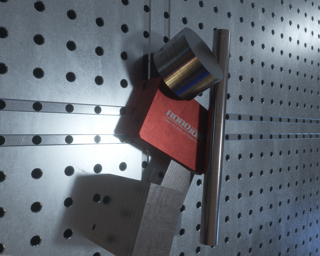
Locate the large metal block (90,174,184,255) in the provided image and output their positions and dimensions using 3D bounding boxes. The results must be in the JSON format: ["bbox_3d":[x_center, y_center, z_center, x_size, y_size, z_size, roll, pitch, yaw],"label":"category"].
[{"bbox_3d":[-0.027,0.101,0.353,0.050,0.080,0.080,25,75,-38],"label":"large metal block"}]

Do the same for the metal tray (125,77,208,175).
[{"bbox_3d":[0.024,0.000,0.428,0.130,0.030,0.090,34,69,-35],"label":"metal tray"}]

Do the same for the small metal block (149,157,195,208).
[{"bbox_3d":[0.014,0.075,0.423,0.050,0.025,0.050,37,67,-34],"label":"small metal block"}]

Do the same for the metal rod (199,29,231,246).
[{"bbox_3d":[0.078,0.010,0.437,0.025,0.025,0.298,7,85,-40],"label":"metal rod"}]

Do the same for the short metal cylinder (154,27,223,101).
[{"bbox_3d":[0.038,-0.082,0.403,0.080,0.050,0.080,38,33,-30],"label":"short metal cylinder"}]
